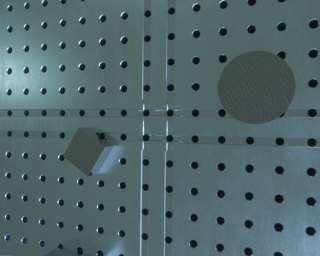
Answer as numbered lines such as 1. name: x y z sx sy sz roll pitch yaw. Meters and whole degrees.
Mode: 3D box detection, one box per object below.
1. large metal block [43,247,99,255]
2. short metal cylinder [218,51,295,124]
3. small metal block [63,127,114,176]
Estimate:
1. large metal block: -0.130 0.227 0.445 0.080 0.050 0.079 4 91 20
2. short metal cylinder: 0.112 -0.044 0.360 0.080 0.050 0.080 0 90 20
3. small metal block: -0.104 0.034 0.449 0.050 0.025 0.050 34 101 16
